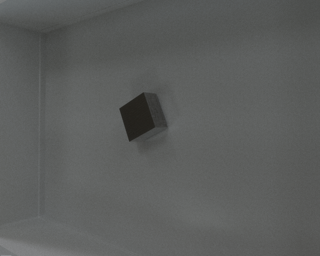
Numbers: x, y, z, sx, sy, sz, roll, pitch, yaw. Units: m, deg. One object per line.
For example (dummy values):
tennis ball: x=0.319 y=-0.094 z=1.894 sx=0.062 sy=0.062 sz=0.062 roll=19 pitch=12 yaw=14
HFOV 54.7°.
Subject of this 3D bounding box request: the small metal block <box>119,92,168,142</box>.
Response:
small metal block: x=-0.023 y=-0.014 z=0.419 sx=0.050 sy=0.025 sz=0.050 roll=-29 pitch=72 yaw=36
